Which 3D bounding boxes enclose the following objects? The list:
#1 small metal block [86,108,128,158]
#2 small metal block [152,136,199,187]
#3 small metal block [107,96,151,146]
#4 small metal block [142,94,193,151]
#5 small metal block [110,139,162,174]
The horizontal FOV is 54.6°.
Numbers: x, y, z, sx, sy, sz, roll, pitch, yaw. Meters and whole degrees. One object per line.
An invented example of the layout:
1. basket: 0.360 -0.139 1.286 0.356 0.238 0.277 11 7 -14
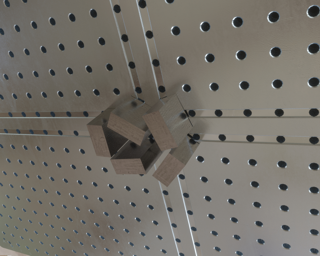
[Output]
1. small metal block: -0.072 0.006 0.437 0.025 0.050 0.050 4 121 27
2. small metal block: 0.021 0.042 0.410 0.025 0.050 0.050 37 129 5
3. small metal block: -0.032 -0.011 0.406 0.050 0.050 0.025 29 129 9
4. small metal block: 0.011 -0.008 0.384 0.025 0.050 0.050 -17 109 35
5. small metal block: -0.033 0.040 0.437 0.050 0.050 0.025 -5 116 30
